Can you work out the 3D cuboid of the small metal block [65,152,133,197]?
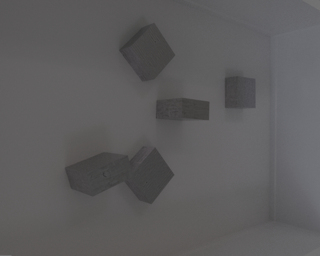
[{"bbox_3d":[-0.066,0.048,0.335,0.050,0.050,0.025,-21,104,-38],"label":"small metal block"}]

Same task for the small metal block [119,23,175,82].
[{"bbox_3d":[-0.015,-0.096,0.394,0.050,0.025,0.050,52,60,-27],"label":"small metal block"}]

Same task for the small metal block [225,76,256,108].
[{"bbox_3d":[0.135,-0.058,0.519,0.050,0.025,0.050,-1,91,-40],"label":"small metal block"}]

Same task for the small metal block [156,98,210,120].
[{"bbox_3d":[0.030,-0.024,0.415,0.050,0.050,0.025,3,88,-40],"label":"small metal block"}]

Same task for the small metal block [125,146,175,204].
[{"bbox_3d":[-0.016,0.059,0.393,0.050,0.025,0.050,-48,119,-29],"label":"small metal block"}]
